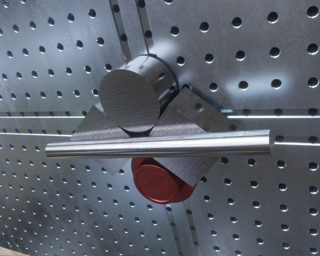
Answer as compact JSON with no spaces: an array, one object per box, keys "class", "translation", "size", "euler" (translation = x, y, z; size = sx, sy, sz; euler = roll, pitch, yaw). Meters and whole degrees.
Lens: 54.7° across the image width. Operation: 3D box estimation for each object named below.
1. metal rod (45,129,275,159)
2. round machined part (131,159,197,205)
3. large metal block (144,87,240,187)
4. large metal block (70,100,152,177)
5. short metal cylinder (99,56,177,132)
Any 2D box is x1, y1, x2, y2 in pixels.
[{"class":"metal rod","translation":[-0.024,0.023,0.366],"size":[0.300,0.025,0.025],"euler":[-4,116,30]},{"class":"round machined part","translation":[0.002,0.068,0.436],"size":[0.098,0.042,0.097],"euler":[13,124,21]},{"class":"large metal block","translation":[0.035,0.012,0.375],"size":[0.080,0.050,0.079],"euler":[36,130,4]},{"class":"large metal block","translation":[-0.064,0.007,0.428],"size":[0.080,0.050,0.080],"euler":[42,129,-3]},{"class":"short metal cylinder","translation":[-0.026,-0.042,0.378],"size":[0.080,0.050,0.079],"euler":[13,124,21]}]
